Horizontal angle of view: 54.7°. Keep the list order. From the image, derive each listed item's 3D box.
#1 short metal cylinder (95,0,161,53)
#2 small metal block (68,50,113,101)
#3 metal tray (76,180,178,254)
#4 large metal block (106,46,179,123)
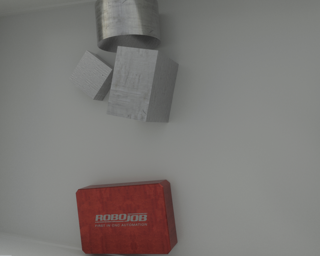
[{"bbox_3d":[-0.041,-0.131,0.395,0.080,0.080,0.050,-4,89,19],"label":"short metal cylinder"},{"bbox_3d":[-0.093,-0.074,0.442,0.050,0.025,0.050,38,102,15],"label":"small metal block"},{"bbox_3d":[-0.047,0.122,0.423,0.130,0.030,0.089,-8,87,19],"label":"metal tray"},{"bbox_3d":[-0.019,-0.051,0.387,0.050,0.080,0.079,11,94,19],"label":"large metal block"}]
